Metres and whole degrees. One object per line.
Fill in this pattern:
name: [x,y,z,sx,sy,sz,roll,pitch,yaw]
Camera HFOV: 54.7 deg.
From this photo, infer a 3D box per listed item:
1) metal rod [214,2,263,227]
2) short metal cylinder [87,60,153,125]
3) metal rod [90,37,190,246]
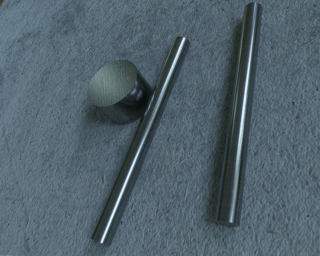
metal rod: [0.099,-0.036,0.373,0.025,0.025,0.300,0,61,28]
short metal cylinder: [-0.057,-0.052,0.449,0.080,0.050,0.080,-13,56,21]
metal rod: [-0.018,0.002,0.412,0.025,0.025,0.300,8,65,31]
